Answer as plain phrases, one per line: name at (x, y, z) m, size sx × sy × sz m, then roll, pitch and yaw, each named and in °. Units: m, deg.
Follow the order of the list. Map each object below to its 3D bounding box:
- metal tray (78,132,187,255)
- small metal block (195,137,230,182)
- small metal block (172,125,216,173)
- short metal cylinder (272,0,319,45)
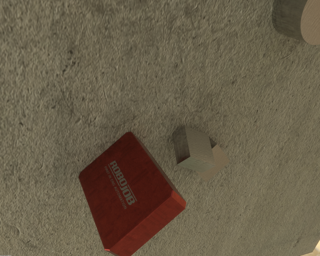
metal tray at (-0.039, 0.071, 0.362) m, size 0.090 × 0.130 × 0.030 m, roll -41°, pitch 130°, yaw 0°
small metal block at (0.072, 0.048, 0.476) m, size 0.050 × 0.025 × 0.050 m, roll -42°, pitch 130°, yaw 0°
small metal block at (0.047, 0.030, 0.431) m, size 0.050 × 0.050 × 0.025 m, roll 22°, pitch 136°, yaw -36°
short metal cylinder at (0.194, -0.154, 0.401) m, size 0.081 × 0.050 × 0.079 m, roll -14°, pitch 124°, yaw -21°
